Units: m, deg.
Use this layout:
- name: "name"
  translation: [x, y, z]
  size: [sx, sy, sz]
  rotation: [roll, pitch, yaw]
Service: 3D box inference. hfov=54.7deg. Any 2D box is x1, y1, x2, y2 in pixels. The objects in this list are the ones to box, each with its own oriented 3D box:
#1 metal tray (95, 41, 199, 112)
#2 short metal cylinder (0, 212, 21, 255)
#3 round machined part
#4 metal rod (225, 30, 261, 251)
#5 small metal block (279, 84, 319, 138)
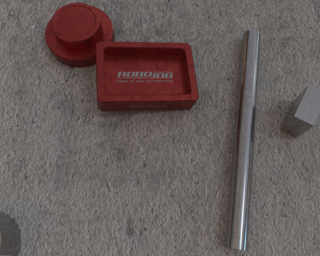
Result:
- name: "metal tray"
  translation: [-0.019, -0.070, 0.419]
  size: [0.131, 0.030, 0.090]
  rotation: [-2, 70, -11]
- name: "short metal cylinder"
  translation: [-0.206, 0.131, 0.345]
  size: [0.081, 0.050, 0.080]
  rotation: [0, 70, 0]
- name: "round machined part"
  translation: [-0.118, -0.141, 0.450]
  size: [0.099, 0.042, 0.098]
  rotation: [0, 70, 0]
- name: "metal rod"
  translation: [0.112, 0.001, 0.408]
  size: [0.025, 0.025, 0.299]
  rotation: [9, 70, 3]
- name: "small metal block"
  translation: [0.186, -0.020, 0.404]
  size: [0.025, 0.050, 0.050]
  rotation: [29, 73, 10]
